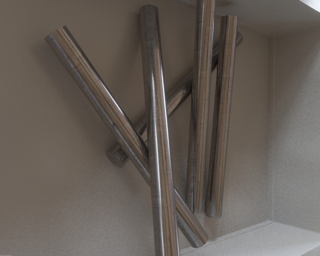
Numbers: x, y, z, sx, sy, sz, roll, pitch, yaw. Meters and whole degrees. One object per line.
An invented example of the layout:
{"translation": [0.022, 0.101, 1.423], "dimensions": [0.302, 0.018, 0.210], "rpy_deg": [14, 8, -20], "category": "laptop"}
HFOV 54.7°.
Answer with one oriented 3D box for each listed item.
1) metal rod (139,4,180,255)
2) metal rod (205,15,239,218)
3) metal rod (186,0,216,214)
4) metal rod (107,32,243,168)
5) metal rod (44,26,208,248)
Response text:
{"translation": [-0.003, -0.008, 0.352], "dimensions": [0.025, 0.025, 0.299], "rpy_deg": [11, 67, -40], "category": "metal rod"}
{"translation": [0.092, -0.013, 0.465], "dimensions": [0.025, 0.025, 0.298], "rpy_deg": [-1, 97, -40], "category": "metal rod"}
{"translation": [0.055, -0.028, 0.426], "dimensions": [0.025, 0.025, 0.298], "rpy_deg": [-6, 103, -40], "category": "metal rod"}
{"translation": [0.037, -0.056, 0.439], "dimensions": [0.301, 0.025, 0.025], "rpy_deg": [-46, 118, -30], "category": "metal rod"}
{"translation": [-0.026, 0.025, 0.352], "dimensions": [0.025, 0.025, 0.299], "rpy_deg": [-44, 111, -31], "category": "metal rod"}
